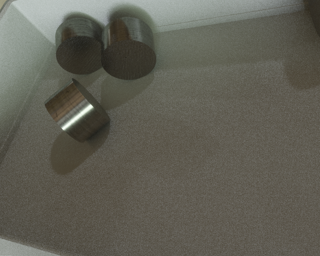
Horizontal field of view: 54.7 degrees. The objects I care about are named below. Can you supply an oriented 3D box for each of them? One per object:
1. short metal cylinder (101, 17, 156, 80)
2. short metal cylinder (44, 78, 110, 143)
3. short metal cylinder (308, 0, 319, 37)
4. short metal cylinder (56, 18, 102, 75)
[{"bbox_3d":[-0.048,-0.118,0.468,0.080,0.080,0.050,-19,55,17],"label":"short metal cylinder"},{"bbox_3d":[-0.118,-0.025,0.448,0.050,0.080,0.080,-40,51,1],"label":"short metal cylinder"},{"bbox_3d":[0.206,-0.136,0.346,0.050,0.080,0.080,-19,54,17],"label":"short metal cylinder"},{"bbox_3d":[-0.135,-0.137,0.526,0.080,0.080,0.050,-25,53,13],"label":"short metal cylinder"}]
